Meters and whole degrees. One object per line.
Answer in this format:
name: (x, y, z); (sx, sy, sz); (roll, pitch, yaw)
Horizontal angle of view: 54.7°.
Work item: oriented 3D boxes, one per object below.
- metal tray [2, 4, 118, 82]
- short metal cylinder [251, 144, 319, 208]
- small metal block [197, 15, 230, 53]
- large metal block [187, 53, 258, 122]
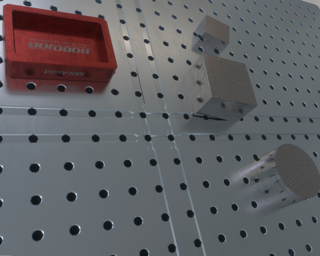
metal tray: (-0.128, -0.107, 0.400); (0.131, 0.030, 0.090); (-2, 63, -29)
short metal cylinder: (0.181, 0.069, 0.447); (0.081, 0.050, 0.080); (14, 56, -21)
small metal block: (0.098, -0.172, 0.566); (0.050, 0.025, 0.050); (21, 54, -16)
large metal block: (0.094, -0.061, 0.480); (0.081, 0.050, 0.080); (8, 58, -24)
